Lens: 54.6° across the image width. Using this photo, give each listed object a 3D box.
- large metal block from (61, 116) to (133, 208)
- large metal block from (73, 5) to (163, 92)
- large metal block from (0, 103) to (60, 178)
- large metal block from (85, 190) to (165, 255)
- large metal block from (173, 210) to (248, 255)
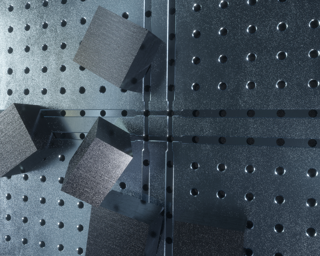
[{"bbox_3d":[-0.081,0.041,0.405,0.050,0.080,0.080,31,102,-18],"label":"large metal block"},{"bbox_3d":[-0.057,-0.105,0.420,0.080,0.050,0.080,31,100,17],"label":"large metal block"},{"bbox_3d":[-0.216,0.018,0.476,0.080,0.050,0.080,-34,79,17],"label":"large metal block"},{"bbox_3d":[-0.046,0.139,0.410,0.080,0.050,0.080,15,104,19],"label":"large metal block"},{"bbox_3d":[0.061,0.151,0.378,0.080,0.050,0.080,3,91,20],"label":"large metal block"}]
